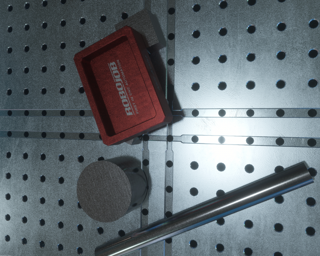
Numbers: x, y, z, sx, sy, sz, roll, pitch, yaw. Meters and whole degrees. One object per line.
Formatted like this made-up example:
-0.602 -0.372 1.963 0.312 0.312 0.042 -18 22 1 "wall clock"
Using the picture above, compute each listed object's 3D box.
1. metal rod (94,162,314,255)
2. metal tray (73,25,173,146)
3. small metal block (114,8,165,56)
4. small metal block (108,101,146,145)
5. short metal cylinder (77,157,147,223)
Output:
0.042 0.116 0.397 0.300 0.025 0.025 -27 81 17 "metal rod"
-0.049 -0.052 0.400 0.090 0.030 0.129 -23 82 18 "metal tray"
-0.028 -0.126 0.422 0.050 0.025 0.050 -22 83 18 "small metal block"
-0.046 -0.010 0.429 0.050 0.025 0.050 26 99 18 "small metal block"
-0.064 0.082 0.422 0.080 0.050 0.080 0 90 20 "short metal cylinder"
